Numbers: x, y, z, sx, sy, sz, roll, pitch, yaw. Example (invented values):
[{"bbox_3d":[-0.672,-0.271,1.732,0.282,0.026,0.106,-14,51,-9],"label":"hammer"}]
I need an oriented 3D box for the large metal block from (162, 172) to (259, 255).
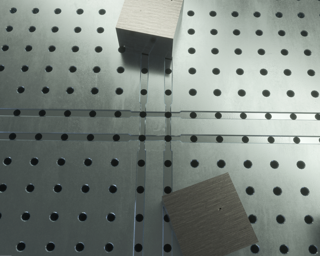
[{"bbox_3d":[0.054,0.107,0.360,0.081,0.050,0.080,-19,71,-7],"label":"large metal block"}]

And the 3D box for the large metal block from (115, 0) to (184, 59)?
[{"bbox_3d":[-0.013,-0.157,0.456,0.080,0.050,0.080,12,70,4],"label":"large metal block"}]
